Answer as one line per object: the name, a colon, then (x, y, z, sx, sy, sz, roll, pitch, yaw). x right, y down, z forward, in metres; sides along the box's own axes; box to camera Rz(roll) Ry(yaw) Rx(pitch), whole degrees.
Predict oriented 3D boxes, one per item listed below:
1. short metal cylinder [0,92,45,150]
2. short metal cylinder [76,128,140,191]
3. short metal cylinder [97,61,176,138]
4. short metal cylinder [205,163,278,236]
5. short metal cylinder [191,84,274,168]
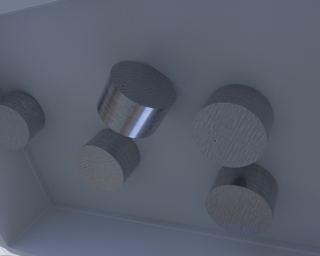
short metal cylinder: (-0.235, -0.012, 0.496, 0.080, 0.050, 0.079, 4, 119, 7)
short metal cylinder: (-0.077, 0.047, 0.462, 0.080, 0.050, 0.079, 13, 124, 21)
short metal cylinder: (-0.028, -0.034, 0.367, 0.080, 0.080, 0.050, 36, 129, 4)
short metal cylinder: (0.104, 0.089, 0.393, 0.080, 0.050, 0.079, 13, 124, 21)
short metal cylinder: (0.082, -0.003, 0.348, 0.080, 0.050, 0.079, 13, 124, 21)
